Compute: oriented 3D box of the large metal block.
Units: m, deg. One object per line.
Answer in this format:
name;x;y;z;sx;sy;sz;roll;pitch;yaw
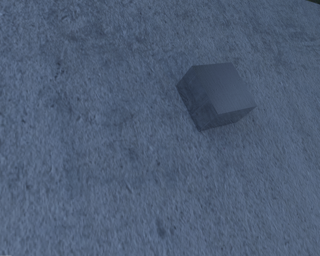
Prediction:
large metal block;0.083;-0.048;0.461;0.081;0.050;0.080;-12;68;-33
